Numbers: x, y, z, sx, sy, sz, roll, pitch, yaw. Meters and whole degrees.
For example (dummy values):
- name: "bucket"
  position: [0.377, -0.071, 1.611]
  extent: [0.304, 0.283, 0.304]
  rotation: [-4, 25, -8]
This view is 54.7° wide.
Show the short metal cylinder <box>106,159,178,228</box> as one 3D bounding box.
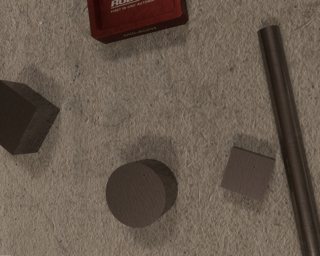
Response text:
- name: "short metal cylinder"
  position: [-0.023, 0.082, 0.403]
  extent: [0.080, 0.050, 0.079]
  rotation: [0, 90, 19]

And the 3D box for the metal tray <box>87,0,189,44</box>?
- name: "metal tray"
  position: [-0.033, -0.173, 0.416]
  extent: [0.130, 0.030, 0.089]
  rotation: [-8, 87, 19]

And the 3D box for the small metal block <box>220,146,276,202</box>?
- name: "small metal block"
  position: [0.106, 0.054, 0.372]
  extent: [0.050, 0.025, 0.050]
  rotation: [18, 96, 18]

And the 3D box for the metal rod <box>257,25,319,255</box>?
- name: "metal rod"
  position: [0.153, 0.031, 0.354]
  extent: [0.025, 0.025, 0.298]
  rotation: [-11, 86, 19]

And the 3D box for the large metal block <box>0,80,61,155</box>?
- name: "large metal block"
  position: [-0.213, -0.016, 0.469]
  extent: [0.080, 0.050, 0.080]
  rotation: [34, 101, 16]
